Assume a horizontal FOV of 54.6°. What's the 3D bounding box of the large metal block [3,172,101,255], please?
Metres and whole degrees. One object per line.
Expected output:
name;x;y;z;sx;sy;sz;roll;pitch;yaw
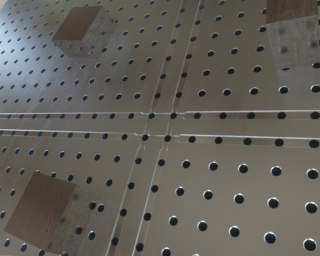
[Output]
large metal block;-0.137;0.109;0.398;0.080;0.050;0.080;8;66;32

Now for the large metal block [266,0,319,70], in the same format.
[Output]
large metal block;0.159;-0.128;0.368;0.050;0.080;0.080;-3;60;27

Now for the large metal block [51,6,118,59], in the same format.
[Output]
large metal block;-0.139;-0.177;0.575;0.080;0.050;0.080;11;68;33
